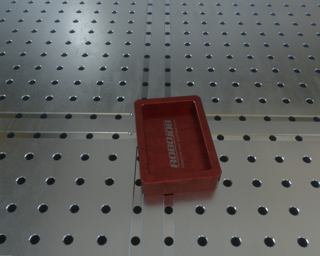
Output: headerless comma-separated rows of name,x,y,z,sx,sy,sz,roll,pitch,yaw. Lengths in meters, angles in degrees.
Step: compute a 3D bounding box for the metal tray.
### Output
metal tray,0.017,0.017,0.390,0.091,0.030,0.130,-5,50,-5
